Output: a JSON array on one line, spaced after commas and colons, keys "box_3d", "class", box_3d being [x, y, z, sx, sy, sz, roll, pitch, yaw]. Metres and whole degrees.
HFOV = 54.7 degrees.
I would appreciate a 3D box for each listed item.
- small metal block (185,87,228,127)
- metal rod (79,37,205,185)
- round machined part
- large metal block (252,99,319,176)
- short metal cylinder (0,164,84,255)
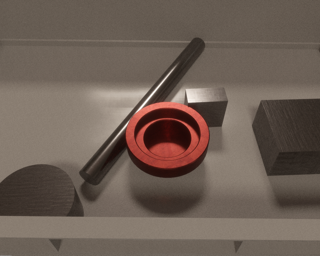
[{"box_3d": [0.059, -0.026, 0.412, 0.050, 0.050, 0.025, -3, 50, -3], "class": "small metal block"}, {"box_3d": [-0.009, -0.042, 0.440, 0.025, 0.025, 0.301, 24, 54, 18], "class": "metal rod"}, {"box_3d": [0.009, 0.018, 0.377, 0.099, 0.042, 0.098, 0, 52, 0], "class": "round machined part"}, {"box_3d": [0.168, 0.010, 0.382, 0.081, 0.050, 0.080, -2, 50, -2], "class": "large metal block"}, {"box_3d": [-0.123, 0.084, 0.316, 0.081, 0.050, 0.080, 0, 50, 0], "class": "short metal cylinder"}]
